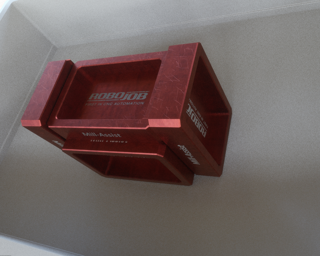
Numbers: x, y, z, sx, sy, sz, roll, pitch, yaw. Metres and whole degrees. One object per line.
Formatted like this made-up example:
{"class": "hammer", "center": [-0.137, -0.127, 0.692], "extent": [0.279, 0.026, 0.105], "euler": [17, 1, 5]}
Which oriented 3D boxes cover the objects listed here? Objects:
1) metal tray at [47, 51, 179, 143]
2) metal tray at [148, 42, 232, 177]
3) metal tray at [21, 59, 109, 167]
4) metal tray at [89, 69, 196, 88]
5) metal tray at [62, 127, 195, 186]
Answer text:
{"class": "metal tray", "center": [-0.049, -0.033, 0.330], "extent": [0.130, 0.030, 0.090], "euler": [1, 62, 28]}
{"class": "metal tray", "center": [0.039, -0.013, 0.323], "extent": [0.030, 0.130, 0.090], "euler": [1, 63, 29]}
{"class": "metal tray", "center": [-0.103, -0.014, 0.399], "extent": [0.030, 0.130, 0.090], "euler": [1, 63, 29]}
{"class": "metal tray", "center": [-0.013, -0.046, 0.395], "extent": [0.130, 0.090, 0.030], "euler": [0, 63, 29]}
{"class": "metal tray", "center": [-0.034, 0.033, 0.358], "extent": [0.130, 0.090, 0.030], "euler": [0, 62, 28]}
